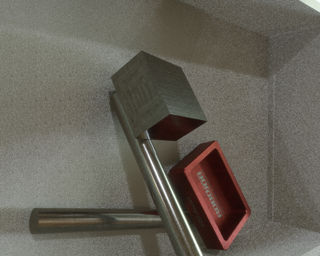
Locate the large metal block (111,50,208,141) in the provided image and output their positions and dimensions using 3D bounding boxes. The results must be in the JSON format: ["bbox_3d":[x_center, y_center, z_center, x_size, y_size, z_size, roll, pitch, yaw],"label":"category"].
[{"bbox_3d":[0.000,-0.033,0.359,0.080,0.050,0.080,7,54,-54],"label":"large metal block"}]

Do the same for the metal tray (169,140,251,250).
[{"bbox_3d":[0.076,0.095,0.446,0.091,0.030,0.129,-34,101,-43],"label":"metal tray"}]

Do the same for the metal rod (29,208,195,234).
[{"bbox_3d":[-0.010,0.117,0.400,0.302,0.025,0.025,13,82,-40],"label":"metal rod"}]

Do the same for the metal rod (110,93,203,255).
[{"bbox_3d":[0.012,0.091,0.327,0.025,0.025,0.299,-10,67,-40],"label":"metal rod"}]
